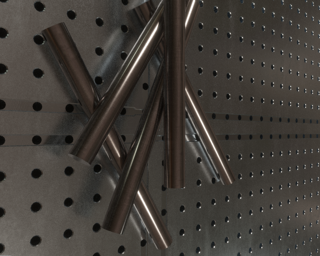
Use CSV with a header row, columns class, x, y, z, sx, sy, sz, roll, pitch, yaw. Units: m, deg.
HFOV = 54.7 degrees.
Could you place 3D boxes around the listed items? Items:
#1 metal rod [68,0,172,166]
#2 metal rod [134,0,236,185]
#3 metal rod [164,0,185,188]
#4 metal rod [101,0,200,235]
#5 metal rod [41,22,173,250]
class,x,y,z,sx,sy,sz,roll,pitch,yaw
metal rod,-0.018,-0.094,0.361,0.025,0.025,0.300,41,65,-33
metal rod,0.045,-0.036,0.448,0.025,0.025,0.299,-44,117,-31
metal rod,0.017,-0.082,0.356,0.025,0.025,0.298,0,90,-40
metal rod,-0.005,-0.026,0.372,0.025,0.025,0.299,30,71,-36
metal rod,-0.052,0.025,0.366,0.025,0.025,0.299,-38,113,-34
